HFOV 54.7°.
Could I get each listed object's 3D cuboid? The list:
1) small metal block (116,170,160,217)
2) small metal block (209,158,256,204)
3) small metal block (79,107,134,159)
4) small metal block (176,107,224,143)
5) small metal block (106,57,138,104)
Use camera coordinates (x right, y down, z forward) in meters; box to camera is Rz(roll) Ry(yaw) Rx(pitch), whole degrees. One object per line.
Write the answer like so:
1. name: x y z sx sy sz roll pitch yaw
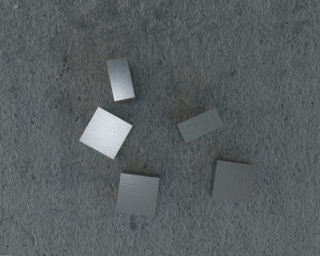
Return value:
1. small metal block: -0.029 0.086 0.410 0.050 0.025 0.050 7 90 0
2. small metal block: 0.095 0.069 0.411 0.050 0.025 0.050 8 90 0
3. small metal block: -0.069 0.006 0.409 0.050 0.025 0.050 29 90 0
4. small metal block: 0.049 -0.003 0.398 0.050 0.050 0.025 -25 90 0
5. small metal block: -0.047 -0.059 0.397 0.025 0.050 0.050 -12 90 0
